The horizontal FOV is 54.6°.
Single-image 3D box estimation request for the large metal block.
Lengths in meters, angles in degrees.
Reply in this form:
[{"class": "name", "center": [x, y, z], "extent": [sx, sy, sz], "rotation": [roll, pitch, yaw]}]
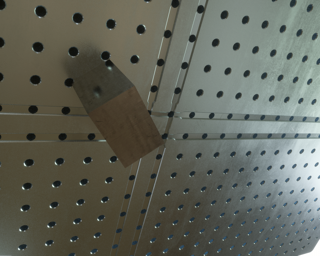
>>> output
[{"class": "large metal block", "center": [-0.047, -0.017, 0.339], "extent": [0.050, 0.080, 0.080], "rotation": [-33, 129, -7]}]
